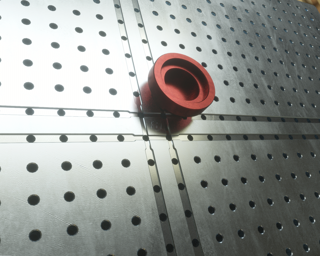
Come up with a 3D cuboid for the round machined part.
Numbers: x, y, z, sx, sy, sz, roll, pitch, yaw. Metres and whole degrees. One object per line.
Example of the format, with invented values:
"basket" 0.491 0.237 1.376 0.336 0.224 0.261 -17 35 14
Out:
"round machined part" 0.027 -0.058 0.449 0.099 0.042 0.098 14 56 -21
